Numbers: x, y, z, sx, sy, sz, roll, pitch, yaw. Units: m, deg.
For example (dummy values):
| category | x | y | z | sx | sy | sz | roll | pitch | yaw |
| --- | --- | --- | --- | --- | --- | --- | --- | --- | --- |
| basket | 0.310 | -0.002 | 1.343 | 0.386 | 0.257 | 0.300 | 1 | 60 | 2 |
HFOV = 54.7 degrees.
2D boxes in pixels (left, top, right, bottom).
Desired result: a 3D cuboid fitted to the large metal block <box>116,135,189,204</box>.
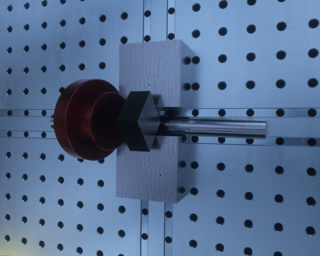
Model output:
| category | x | y | z | sx | sy | sz | roll | pitch | yaw |
| --- | --- | --- | --- | --- | --- | --- | --- | --- | --- |
| large metal block | -0.009 | 0.049 | 0.403 | 0.080 | 0.050 | 0.079 | 1 | 91 | 20 |

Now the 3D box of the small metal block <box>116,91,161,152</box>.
| category | x | y | z | sx | sy | sz | roll | pitch | yaw |
| --- | --- | --- | --- | --- | --- | --- | --- | --- | --- |
| small metal block | -0.023 | -0.008 | 0.361 | 0.025 | 0.050 | 0.050 | 1 | 46 | 20 |

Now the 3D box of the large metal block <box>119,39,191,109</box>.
| category | x | y | z | sx | sy | sz | roll | pitch | yaw |
| --- | --- | --- | --- | --- | --- | --- | --- | --- | --- |
| large metal block | -0.005 | -0.065 | 0.401 | 0.080 | 0.050 | 0.079 | 1 | 90 | 20 |

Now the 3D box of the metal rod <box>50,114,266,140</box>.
| category | x | y | z | sx | sy | sz | roll | pitch | yaw |
| --- | --- | --- | --- | --- | --- | --- | --- | --- | --- |
| metal rod | -0.016 | -0.004 | 0.418 | 0.301 | 0.025 | 0.025 | 2 | 91 | 19 |

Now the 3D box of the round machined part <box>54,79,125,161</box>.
| category | x | y | z | sx | sy | sz | roll | pitch | yaw |
| --- | --- | --- | --- | --- | --- | --- | --- | --- | --- |
| round machined part | -0.072 | -0.009 | 0.368 | 0.042 | 0.099 | 0.097 | 5 | 92 | 34 |
